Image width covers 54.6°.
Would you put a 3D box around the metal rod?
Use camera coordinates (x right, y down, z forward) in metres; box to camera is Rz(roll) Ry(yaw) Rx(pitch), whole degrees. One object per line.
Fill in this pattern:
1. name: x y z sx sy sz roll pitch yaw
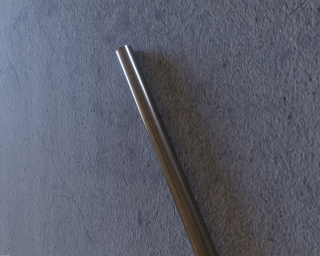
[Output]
1. metal rod: 0.002 0.020 0.403 0.025 0.025 0.299 -35 69 35
